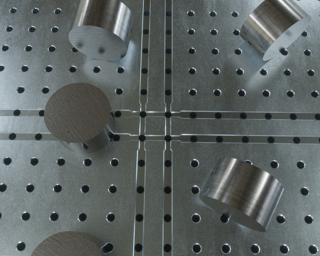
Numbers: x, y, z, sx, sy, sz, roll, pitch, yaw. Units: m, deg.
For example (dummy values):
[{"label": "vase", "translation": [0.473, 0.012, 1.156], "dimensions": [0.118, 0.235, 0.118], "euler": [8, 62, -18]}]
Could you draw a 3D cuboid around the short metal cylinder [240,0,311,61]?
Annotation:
[{"label": "short metal cylinder", "translation": [0.161, -0.141, 0.436], "dimensions": [0.080, 0.080, 0.050], "euler": [-33, 74, -12]}]

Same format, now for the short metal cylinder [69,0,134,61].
[{"label": "short metal cylinder", "translation": [-0.081, -0.137, 0.432], "dimensions": [0.080, 0.080, 0.050], "euler": [8, 70, 2]}]

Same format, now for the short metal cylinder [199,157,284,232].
[{"label": "short metal cylinder", "translation": [0.093, 0.076, 0.356], "dimensions": [0.080, 0.080, 0.050], "euler": [28, 73, 9]}]

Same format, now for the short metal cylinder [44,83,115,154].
[{"label": "short metal cylinder", "translation": [-0.101, -0.012, 0.401], "dimensions": [0.081, 0.050, 0.080], "euler": [0, 70, 0]}]

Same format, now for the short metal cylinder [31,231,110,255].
[{"label": "short metal cylinder", "translation": [-0.098, 0.156, 0.340], "dimensions": [0.081, 0.050, 0.080], "euler": [0, 70, -1]}]
